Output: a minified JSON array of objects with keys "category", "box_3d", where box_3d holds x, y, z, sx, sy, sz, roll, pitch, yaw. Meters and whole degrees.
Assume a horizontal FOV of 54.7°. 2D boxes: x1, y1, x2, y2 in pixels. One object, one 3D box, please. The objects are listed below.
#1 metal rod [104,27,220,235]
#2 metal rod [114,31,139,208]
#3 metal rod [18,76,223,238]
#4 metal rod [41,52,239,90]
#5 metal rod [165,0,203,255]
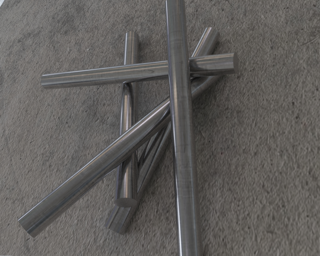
[{"category":"metal rod","box_3d":[0.011,-0.009,0.403,0.025,0.025,0.300,15,69,34]},{"category":"metal rod","box_3d":[-0.042,-0.036,0.429,0.025,0.025,0.300,-18,49,18]},{"category":"metal rod","box_3d":[-0.025,0.007,0.359,0.301,0.025,0.025,-41,49,-22]},{"category":"metal rod","box_3d":[-0.046,-0.074,0.426,0.300,0.025,0.025,0,62,27]},{"category":"metal rod","box_3d":[0.024,-0.009,0.344,0.025,0.025,0.299,-9,74,23]}]
